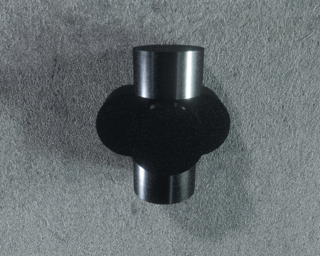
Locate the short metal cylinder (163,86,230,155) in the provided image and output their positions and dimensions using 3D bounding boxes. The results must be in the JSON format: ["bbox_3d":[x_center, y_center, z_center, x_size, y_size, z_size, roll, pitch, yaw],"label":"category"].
[{"bbox_3d":[0.044,-0.011,0.394,0.081,0.050,0.079,0,110,-1],"label":"short metal cylinder"}]

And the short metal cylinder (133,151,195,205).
[{"bbox_3d":[0.006,0.055,0.403,0.081,0.080,0.050,0,110,-1],"label":"short metal cylinder"}]

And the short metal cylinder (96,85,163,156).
[{"bbox_3d":[-0.036,-0.011,0.393,0.081,0.050,0.079,0,110,-1],"label":"short metal cylinder"}]

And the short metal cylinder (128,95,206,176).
[{"bbox_3d":[0.007,0.006,0.346,0.081,0.050,0.079,0,110,-1],"label":"short metal cylinder"}]

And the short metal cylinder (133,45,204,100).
[{"bbox_3d":[0.010,-0.067,0.358,0.081,0.080,0.050,0,110,-1],"label":"short metal cylinder"}]
